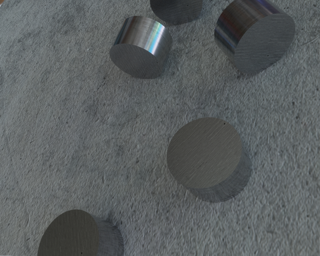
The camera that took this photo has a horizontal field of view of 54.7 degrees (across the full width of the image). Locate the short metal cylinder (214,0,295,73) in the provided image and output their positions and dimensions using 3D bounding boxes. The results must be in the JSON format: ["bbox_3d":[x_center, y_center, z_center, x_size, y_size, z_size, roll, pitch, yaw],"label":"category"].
[{"bbox_3d":[0.114,-0.114,0.379,0.080,0.080,0.050,-33,52,7],"label":"short metal cylinder"}]

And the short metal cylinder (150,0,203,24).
[{"bbox_3d":[0.028,-0.211,0.483,0.080,0.080,0.050,-6,59,25],"label":"short metal cylinder"}]

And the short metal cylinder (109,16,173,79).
[{"bbox_3d":[-0.027,-0.116,0.454,0.080,0.080,0.050,5,64,30],"label":"short metal cylinder"}]

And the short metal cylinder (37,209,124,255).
[{"bbox_3d":[-0.088,0.138,0.350,0.080,0.050,0.080,-13,56,21],"label":"short metal cylinder"}]

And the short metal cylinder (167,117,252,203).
[{"bbox_3d":[0.054,0.035,0.338,0.080,0.050,0.080,-13,56,21],"label":"short metal cylinder"}]
